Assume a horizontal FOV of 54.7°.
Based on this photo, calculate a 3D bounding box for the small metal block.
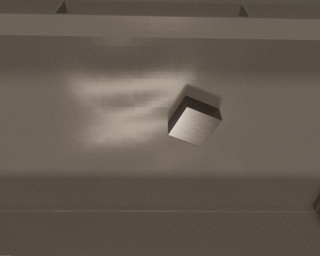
[{"bbox_3d":[0.044,-0.008,0.403,0.050,0.025,0.050,20,127,-17],"label":"small metal block"}]
